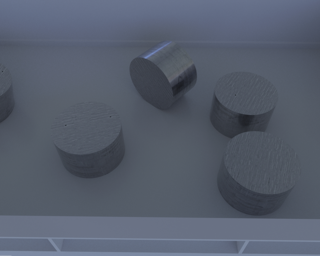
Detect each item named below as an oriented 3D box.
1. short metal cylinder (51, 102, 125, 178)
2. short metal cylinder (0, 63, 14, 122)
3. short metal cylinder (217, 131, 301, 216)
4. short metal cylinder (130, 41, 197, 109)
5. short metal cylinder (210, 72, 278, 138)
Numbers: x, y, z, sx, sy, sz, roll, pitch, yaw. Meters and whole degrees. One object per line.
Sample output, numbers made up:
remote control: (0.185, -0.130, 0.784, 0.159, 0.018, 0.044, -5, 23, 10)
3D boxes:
short metal cylinder: (-0.085, 0.014, 0.377, 0.080, 0.050, 0.080, 0, 50, 0)
short metal cylinder: (-0.241, -0.049, 0.414, 0.081, 0.050, 0.080, 11, 50, -13)
short metal cylinder: (0.108, 0.050, 0.347, 0.080, 0.050, 0.080, 0, 50, 0)
short metal cylinder: (0.004, -0.073, 0.431, 0.080, 0.080, 0.050, 34, 58, 25)
short metal cylinder: (0.110, -0.030, 0.415, 0.080, 0.050, 0.080, 0, 50, 0)
